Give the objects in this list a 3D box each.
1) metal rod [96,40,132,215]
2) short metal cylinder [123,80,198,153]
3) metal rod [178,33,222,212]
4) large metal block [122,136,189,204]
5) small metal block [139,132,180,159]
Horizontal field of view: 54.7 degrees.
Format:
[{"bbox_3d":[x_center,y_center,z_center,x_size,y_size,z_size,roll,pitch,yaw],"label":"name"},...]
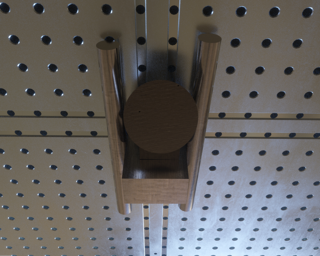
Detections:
[{"bbox_3d":[-0.058,0.024,0.431,0.025,0.025,0.298,0,130,-1],"label":"metal rod"},{"bbox_3d":[0.001,-0.011,0.358,0.081,0.050,0.080,0,86,-1],"label":"short metal cylinder"},{"bbox_3d":[0.048,0.017,0.427,0.025,0.025,0.298,1,130,-1],"label":"metal rod"},{"bbox_3d":[-0.006,0.054,0.418,0.081,0.080,0.050,1,130,-1],"label":"large metal block"},{"bbox_3d":[-0.001,0.014,0.407,0.050,0.050,0.025,1,130,-2],"label":"small metal block"}]
